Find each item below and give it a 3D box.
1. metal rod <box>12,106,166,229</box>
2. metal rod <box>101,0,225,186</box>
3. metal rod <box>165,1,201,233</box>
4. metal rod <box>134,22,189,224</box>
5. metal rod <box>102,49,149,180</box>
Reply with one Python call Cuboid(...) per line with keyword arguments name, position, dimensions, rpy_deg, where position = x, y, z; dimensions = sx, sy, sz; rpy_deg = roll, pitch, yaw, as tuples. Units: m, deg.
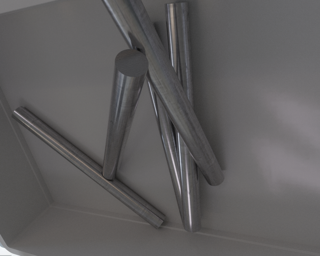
Cuboid(name="metal rod", position=(-0.118, 0.064, 0.510), dimensions=(0.300, 0.025, 0.025), rpy_deg=(37, 129, 3))
Cuboid(name="metal rod", position=(0.018, -0.021, 0.305), dimensions=(0.025, 0.025, 0.300), rpy_deg=(1, 145, 28))
Cuboid(name="metal rod", position=(0.032, 0.006, 0.381), dimensions=(0.025, 0.025, 0.298), rpy_deg=(6, 117, 25))
Cuboid(name="metal rod", position=(0.014, 0.016, 0.410), dimensions=(0.025, 0.025, 0.298), rpy_deg=(0, 119, 28))
Cuboid(name="metal rod", position=(-0.050, 0.011, 0.363), dimensions=(0.025, 0.025, 0.299), rpy_deg=(35, 154, 4))
